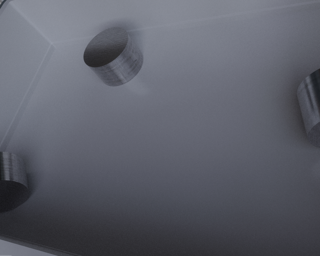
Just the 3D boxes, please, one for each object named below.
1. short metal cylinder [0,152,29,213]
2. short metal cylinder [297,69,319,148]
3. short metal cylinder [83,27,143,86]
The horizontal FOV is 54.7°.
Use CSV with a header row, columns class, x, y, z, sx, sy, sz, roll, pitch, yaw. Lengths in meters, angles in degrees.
class,x,y,z,sx,sy,sz,roll,pitch,yaw
short metal cylinder,-0.233,0.079,0.442,0.080,0.080,0.050,-32,52,7
short metal cylinder,0.176,-0.020,0.290,0.080,0.080,0.050,-12,57,21
short metal cylinder,-0.074,-0.114,0.496,0.080,0.050,0.080,-13,56,20
